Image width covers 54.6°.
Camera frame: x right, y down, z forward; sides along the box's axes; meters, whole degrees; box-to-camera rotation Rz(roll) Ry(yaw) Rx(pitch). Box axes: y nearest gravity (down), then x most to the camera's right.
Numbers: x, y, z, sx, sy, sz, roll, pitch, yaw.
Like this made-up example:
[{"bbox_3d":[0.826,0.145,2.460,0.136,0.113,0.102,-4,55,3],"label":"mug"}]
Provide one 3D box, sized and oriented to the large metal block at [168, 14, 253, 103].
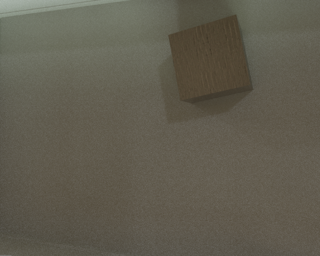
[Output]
[{"bbox_3d":[0.063,-0.079,0.375,0.080,0.050,0.080,-11,86,19],"label":"large metal block"}]
